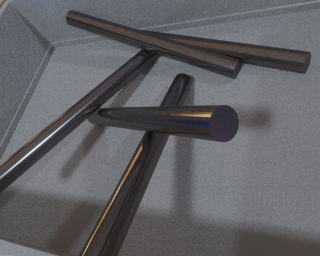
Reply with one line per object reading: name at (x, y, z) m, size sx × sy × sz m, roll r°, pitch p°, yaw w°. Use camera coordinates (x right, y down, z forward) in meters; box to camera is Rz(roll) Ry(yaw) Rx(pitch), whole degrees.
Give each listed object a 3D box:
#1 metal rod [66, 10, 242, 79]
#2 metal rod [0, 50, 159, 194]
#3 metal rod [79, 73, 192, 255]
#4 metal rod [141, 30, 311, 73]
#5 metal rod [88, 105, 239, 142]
metal rod at (-0.025, -0.131, 0.462) m, size 0.300 × 0.025 × 0.025 m, roll 24°, pitch 74°, yaw 25°
metal rod at (-0.103, -0.025, 0.415) m, size 0.025 × 0.025 × 0.301 m, roll 21°, pitch 55°, yaw 35°
metal rod at (-0.010, 0.022, 0.315) m, size 0.025 × 0.025 × 0.301 m, roll -7°, pitch 33°, yaw 24°
metal rod at (0.056, -0.118, 0.447) m, size 0.300 × 0.025 × 0.025 m, roll 20°, pitch 72°, yaw 35°
metal rod at (-0.028, -0.010, 0.338) m, size 0.025 × 0.025 × 0.299 m, roll -58°, pitch 25°, yaw -13°
